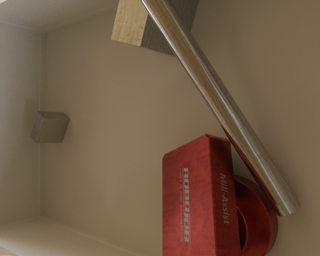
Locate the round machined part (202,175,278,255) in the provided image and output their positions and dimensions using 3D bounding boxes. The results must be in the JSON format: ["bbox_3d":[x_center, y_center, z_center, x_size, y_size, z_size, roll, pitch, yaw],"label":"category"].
[{"bbox_3d":[0.071,0.102,0.336,0.098,0.042,0.097,0,90,39],"label":"round machined part"}]

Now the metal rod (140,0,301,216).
[{"bbox_3d":[0.046,-0.047,0.308,0.025,0.025,0.299,-34,88,35],"label":"metal rod"}]

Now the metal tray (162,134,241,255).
[{"bbox_3d":[0.039,0.081,0.330,0.090,0.030,0.130,-33,51,52],"label":"metal tray"}]

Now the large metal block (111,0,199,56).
[{"bbox_3d":[-0.004,-0.134,0.373,0.050,0.081,0.079,24,105,37],"label":"large metal block"}]

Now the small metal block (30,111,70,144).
[{"bbox_3d":[-0.194,-0.001,0.547,0.025,0.050,0.050,37,112,33],"label":"small metal block"}]
